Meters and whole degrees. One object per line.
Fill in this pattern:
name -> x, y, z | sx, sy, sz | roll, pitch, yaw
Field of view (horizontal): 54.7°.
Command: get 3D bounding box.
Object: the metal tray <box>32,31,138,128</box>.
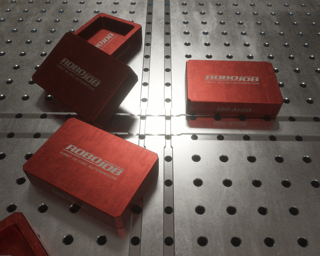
metal tray -> -0.107, -0.070, 0.435 | 0.130, 0.030, 0.090 | 34, 85, 24

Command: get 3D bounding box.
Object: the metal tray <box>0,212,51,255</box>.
metal tray -> -0.163, 0.150, 0.276 | 0.131, 0.030, 0.090 | -33, 58, -25

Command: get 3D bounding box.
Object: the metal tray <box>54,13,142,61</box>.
metal tray -> -0.100, -0.141, 0.521 | 0.090, 0.030, 0.130 | 23, 53, 18

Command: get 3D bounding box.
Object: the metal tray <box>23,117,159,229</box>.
metal tray -> -0.078, 0.047, 0.364 | 0.130, 0.030, 0.090 | 22, 53, 17

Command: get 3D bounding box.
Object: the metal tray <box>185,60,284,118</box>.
metal tray -> 0.104, -0.060, 0.456 | 0.131, 0.030, 0.090 | 2, 50, 1
